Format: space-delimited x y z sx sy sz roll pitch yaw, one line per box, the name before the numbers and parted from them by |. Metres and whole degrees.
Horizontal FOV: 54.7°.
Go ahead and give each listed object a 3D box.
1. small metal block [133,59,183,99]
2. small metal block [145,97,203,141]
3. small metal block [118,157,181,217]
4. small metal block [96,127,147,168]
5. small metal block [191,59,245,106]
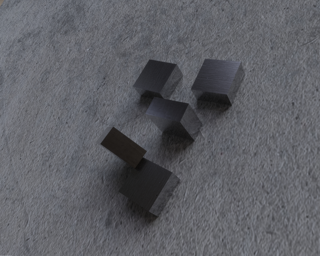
small metal block | -0.003 -0.068 0.447 0.050 0.025 0.050 18 71 35
small metal block | 0.018 -0.011 0.385 0.050 0.050 0.025 15 70 34
small metal block | -0.012 0.069 0.368 0.050 0.025 0.050 23 74 36
small metal block | -0.049 0.023 0.386 0.025 0.050 0.050 -55 14 -11
small metal block | 0.076 -0.060 0.401 0.050 0.025 0.050 14 69 33
